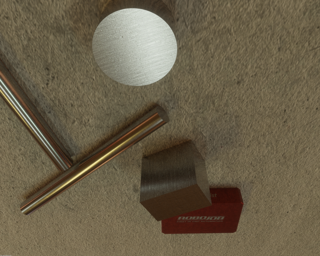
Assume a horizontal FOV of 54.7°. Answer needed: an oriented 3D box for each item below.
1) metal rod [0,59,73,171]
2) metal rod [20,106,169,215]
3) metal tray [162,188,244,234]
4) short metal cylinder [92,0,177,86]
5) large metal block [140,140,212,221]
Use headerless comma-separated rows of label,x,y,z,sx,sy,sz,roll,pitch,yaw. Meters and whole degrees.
metal rod,-0.183,-0.055,0.357,0.025,0.025,0.299,-14,129,11
metal rod,-0.109,0.058,0.454,0.299,0.025,0.025,-34,123,25
metal tray,0.068,0.142,0.526,0.131,0.030,0.089,-1,130,0
short metal cylinder,-0.024,-0.090,0.314,0.081,0.050,0.079,0,130,0
large metal block,0.021,0.073,0.434,0.080,0.080,0.050,-22,127,17
